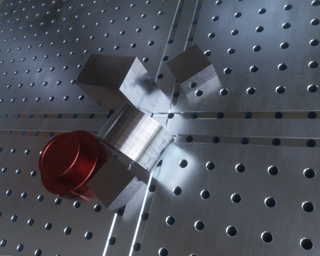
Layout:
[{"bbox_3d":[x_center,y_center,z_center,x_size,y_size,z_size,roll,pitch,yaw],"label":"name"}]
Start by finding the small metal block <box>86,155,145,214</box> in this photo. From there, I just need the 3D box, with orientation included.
[{"bbox_3d":[-0.057,0.071,0.393,0.050,0.025,0.050,-49,52,-7],"label":"small metal block"}]

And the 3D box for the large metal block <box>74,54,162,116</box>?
[{"bbox_3d":[-0.056,-0.057,0.436,0.080,0.080,0.050,12,68,33],"label":"large metal block"}]

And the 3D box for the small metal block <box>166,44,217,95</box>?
[{"bbox_3d":[0.044,-0.083,0.435,0.050,0.025,0.050,-32,52,6],"label":"small metal block"}]

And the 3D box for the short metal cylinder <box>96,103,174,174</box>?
[{"bbox_3d":[-0.030,0.013,0.379,0.080,0.080,0.050,27,76,37],"label":"short metal cylinder"}]

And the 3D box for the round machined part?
[{"bbox_3d":[-0.129,0.046,0.435,0.098,0.042,0.098,-13,56,20],"label":"round machined part"}]
